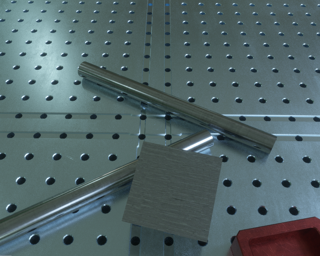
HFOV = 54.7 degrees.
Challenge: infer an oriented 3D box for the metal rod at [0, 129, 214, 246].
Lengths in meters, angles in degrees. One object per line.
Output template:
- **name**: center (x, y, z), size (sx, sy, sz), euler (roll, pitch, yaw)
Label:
- **metal rod**: center (-0.070, 0.068, 0.349), size (0.302, 0.025, 0.025), euler (-23, 54, -19)

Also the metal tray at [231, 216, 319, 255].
- **metal tray**: center (0.129, 0.153, 0.277), size (0.091, 0.030, 0.130), euler (-8, 51, -7)

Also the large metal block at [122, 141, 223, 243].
- **large metal block**: center (0.015, 0.066, 0.319), size (0.080, 0.050, 0.080), euler (12, 72, 8)

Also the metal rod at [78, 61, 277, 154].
- **metal rod**: center (0.012, -0.035, 0.436), size (0.301, 0.025, 0.025), euler (23, 54, 18)
